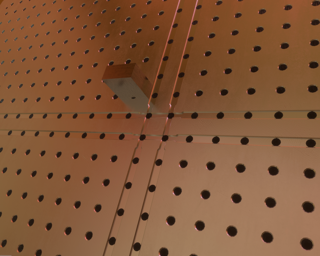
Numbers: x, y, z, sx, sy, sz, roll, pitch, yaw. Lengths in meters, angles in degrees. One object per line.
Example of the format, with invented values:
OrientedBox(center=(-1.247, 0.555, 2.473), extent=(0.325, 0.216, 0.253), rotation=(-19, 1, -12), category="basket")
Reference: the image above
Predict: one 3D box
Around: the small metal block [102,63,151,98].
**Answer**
OrientedBox(center=(-0.049, -0.069, 0.458), extent=(0.050, 0.050, 0.025), rotation=(1, 62, 28), category="small metal block")
